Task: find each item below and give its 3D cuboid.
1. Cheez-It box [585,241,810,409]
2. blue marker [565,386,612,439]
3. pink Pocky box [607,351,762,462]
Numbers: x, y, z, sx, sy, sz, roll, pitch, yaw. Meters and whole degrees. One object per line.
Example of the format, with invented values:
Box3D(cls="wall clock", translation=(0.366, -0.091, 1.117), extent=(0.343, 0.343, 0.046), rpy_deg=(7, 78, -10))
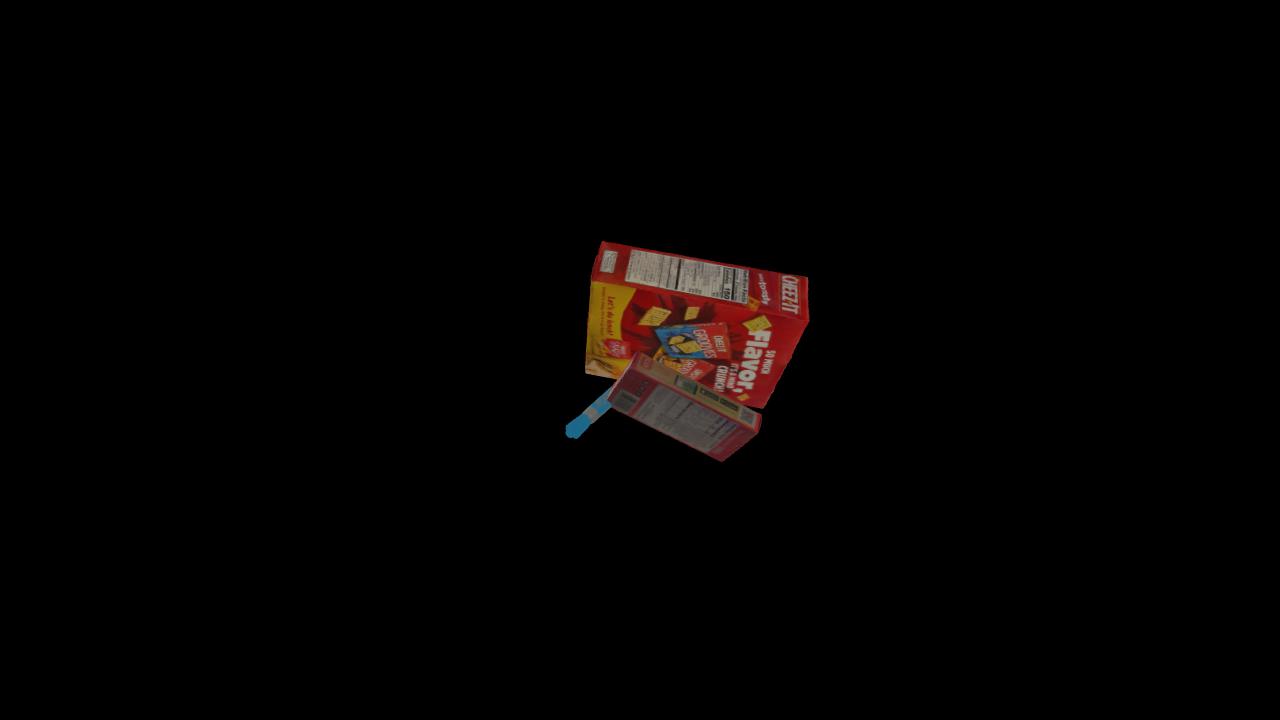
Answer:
Box3D(cls="Cheez-It box", translation=(0.054, -0.034, 0.680), extent=(0.223, 0.071, 0.166), rpy_deg=(11, -36, 0))
Box3D(cls="blue marker", translation=(-0.039, 0.048, 0.686), extent=(0.020, 0.020, 0.121), rpy_deg=(0, 32, 45))
Box3D(cls="pink Pocky box", translation=(0.046, 0.054, 0.672), extent=(0.155, 0.029, 0.084), rpy_deg=(27, -38, -7))
